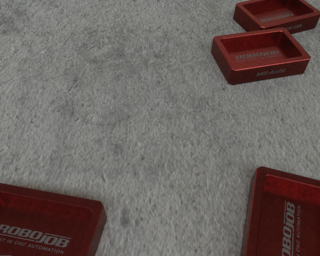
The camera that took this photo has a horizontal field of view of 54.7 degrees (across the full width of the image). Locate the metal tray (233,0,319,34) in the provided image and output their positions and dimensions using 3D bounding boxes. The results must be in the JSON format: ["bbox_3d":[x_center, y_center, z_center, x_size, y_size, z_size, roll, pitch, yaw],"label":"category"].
[{"bbox_3d":[0.217,-0.210,0.579,0.131,0.030,0.090,-17,52,-15],"label":"metal tray"}]

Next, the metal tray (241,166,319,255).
[{"bbox_3d":[0.133,0.108,0.310,0.090,0.030,0.130,14,51,11],"label":"metal tray"}]

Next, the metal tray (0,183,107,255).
[{"bbox_3d":[-0.129,0.109,0.306,0.131,0.030,0.090,9,50,7],"label":"metal tray"}]

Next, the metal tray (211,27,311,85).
[{"bbox_3d":[0.160,-0.119,0.501,0.131,0.030,0.090,-10,51,-9],"label":"metal tray"}]
